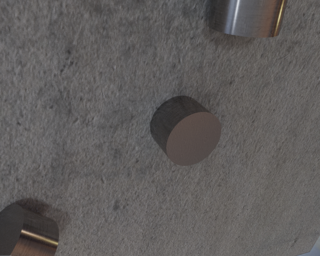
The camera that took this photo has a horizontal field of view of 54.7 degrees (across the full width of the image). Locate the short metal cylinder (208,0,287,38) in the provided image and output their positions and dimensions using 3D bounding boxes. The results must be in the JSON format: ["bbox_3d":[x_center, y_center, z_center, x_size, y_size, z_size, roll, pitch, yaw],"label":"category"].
[{"bbox_3d":[0.097,-0.135,0.342,0.081,0.080,0.050,-10,123,-24],"label":"short metal cylinder"}]

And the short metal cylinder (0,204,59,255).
[{"bbox_3d":[-0.167,0.138,0.366,0.080,0.080,0.050,-45,130,3],"label":"short metal cylinder"}]

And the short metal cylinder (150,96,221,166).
[{"bbox_3d":[0.034,0.003,0.413,0.081,0.050,0.079,-14,125,-21],"label":"short metal cylinder"}]
